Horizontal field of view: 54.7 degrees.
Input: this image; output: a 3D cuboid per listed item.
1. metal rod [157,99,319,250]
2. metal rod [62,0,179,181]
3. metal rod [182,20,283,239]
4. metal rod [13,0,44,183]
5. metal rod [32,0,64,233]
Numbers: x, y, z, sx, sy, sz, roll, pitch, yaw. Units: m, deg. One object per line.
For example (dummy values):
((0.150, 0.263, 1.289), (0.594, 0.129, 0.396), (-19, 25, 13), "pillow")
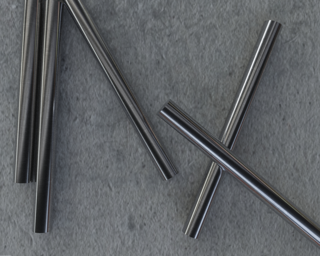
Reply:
((0.119, 0.069, 0.391), (0.300, 0.025, 0.025), (39, 90, -8), "metal rod")
((-0.058, -0.067, 0.409), (0.025, 0.025, 0.299), (-29, 90, 0), "metal rod")
((0.096, 0.002, 0.411), (0.025, 0.025, 0.299), (22, 90, -1), "metal rod")
((-0.171, -0.078, 0.407), (0.025, 0.025, 0.298), (3, 90, -1), "metal rod")
((-0.147, -0.015, 0.408), (0.025, 0.025, 0.298), (3, 90, -1), "metal rod")
